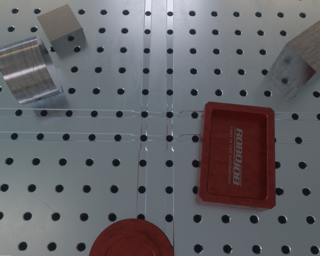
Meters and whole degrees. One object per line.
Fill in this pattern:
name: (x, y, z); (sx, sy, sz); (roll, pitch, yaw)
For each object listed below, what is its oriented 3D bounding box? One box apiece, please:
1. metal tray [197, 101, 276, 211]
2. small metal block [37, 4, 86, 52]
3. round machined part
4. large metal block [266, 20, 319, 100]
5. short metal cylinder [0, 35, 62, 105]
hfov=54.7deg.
metal tray: (0.097, 0.034, 0.397); (0.091, 0.030, 0.130); (6, 70, 2)
small metal block: (-0.148, -0.151, 0.466); (0.050, 0.025, 0.050); (-28, 73, -10)
round machined part: (-0.032, 0.152, 0.347); (0.099, 0.042, 0.098); (0, 70, 0)
large metal block: (0.202, -0.094, 0.419); (0.080, 0.080, 0.050); (-35, 74, -12)
short metal cylinder: (-0.170, -0.076, 0.409); (0.050, 0.080, 0.080); (-20, 72, -7)
